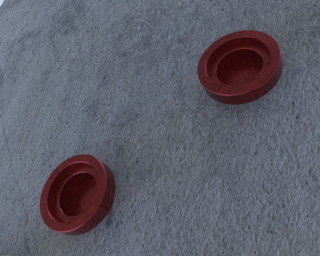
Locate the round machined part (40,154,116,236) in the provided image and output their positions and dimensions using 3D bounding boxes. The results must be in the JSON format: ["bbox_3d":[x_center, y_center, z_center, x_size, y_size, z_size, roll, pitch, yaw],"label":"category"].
[{"bbox_3d":[-0.098,0.086,0.392,0.098,0.042,0.098,-13,56,21],"label":"round machined part"}]

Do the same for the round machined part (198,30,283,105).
[{"bbox_3d":[0.100,-0.070,0.383,0.098,0.042,0.098,-13,56,21],"label":"round machined part"}]
